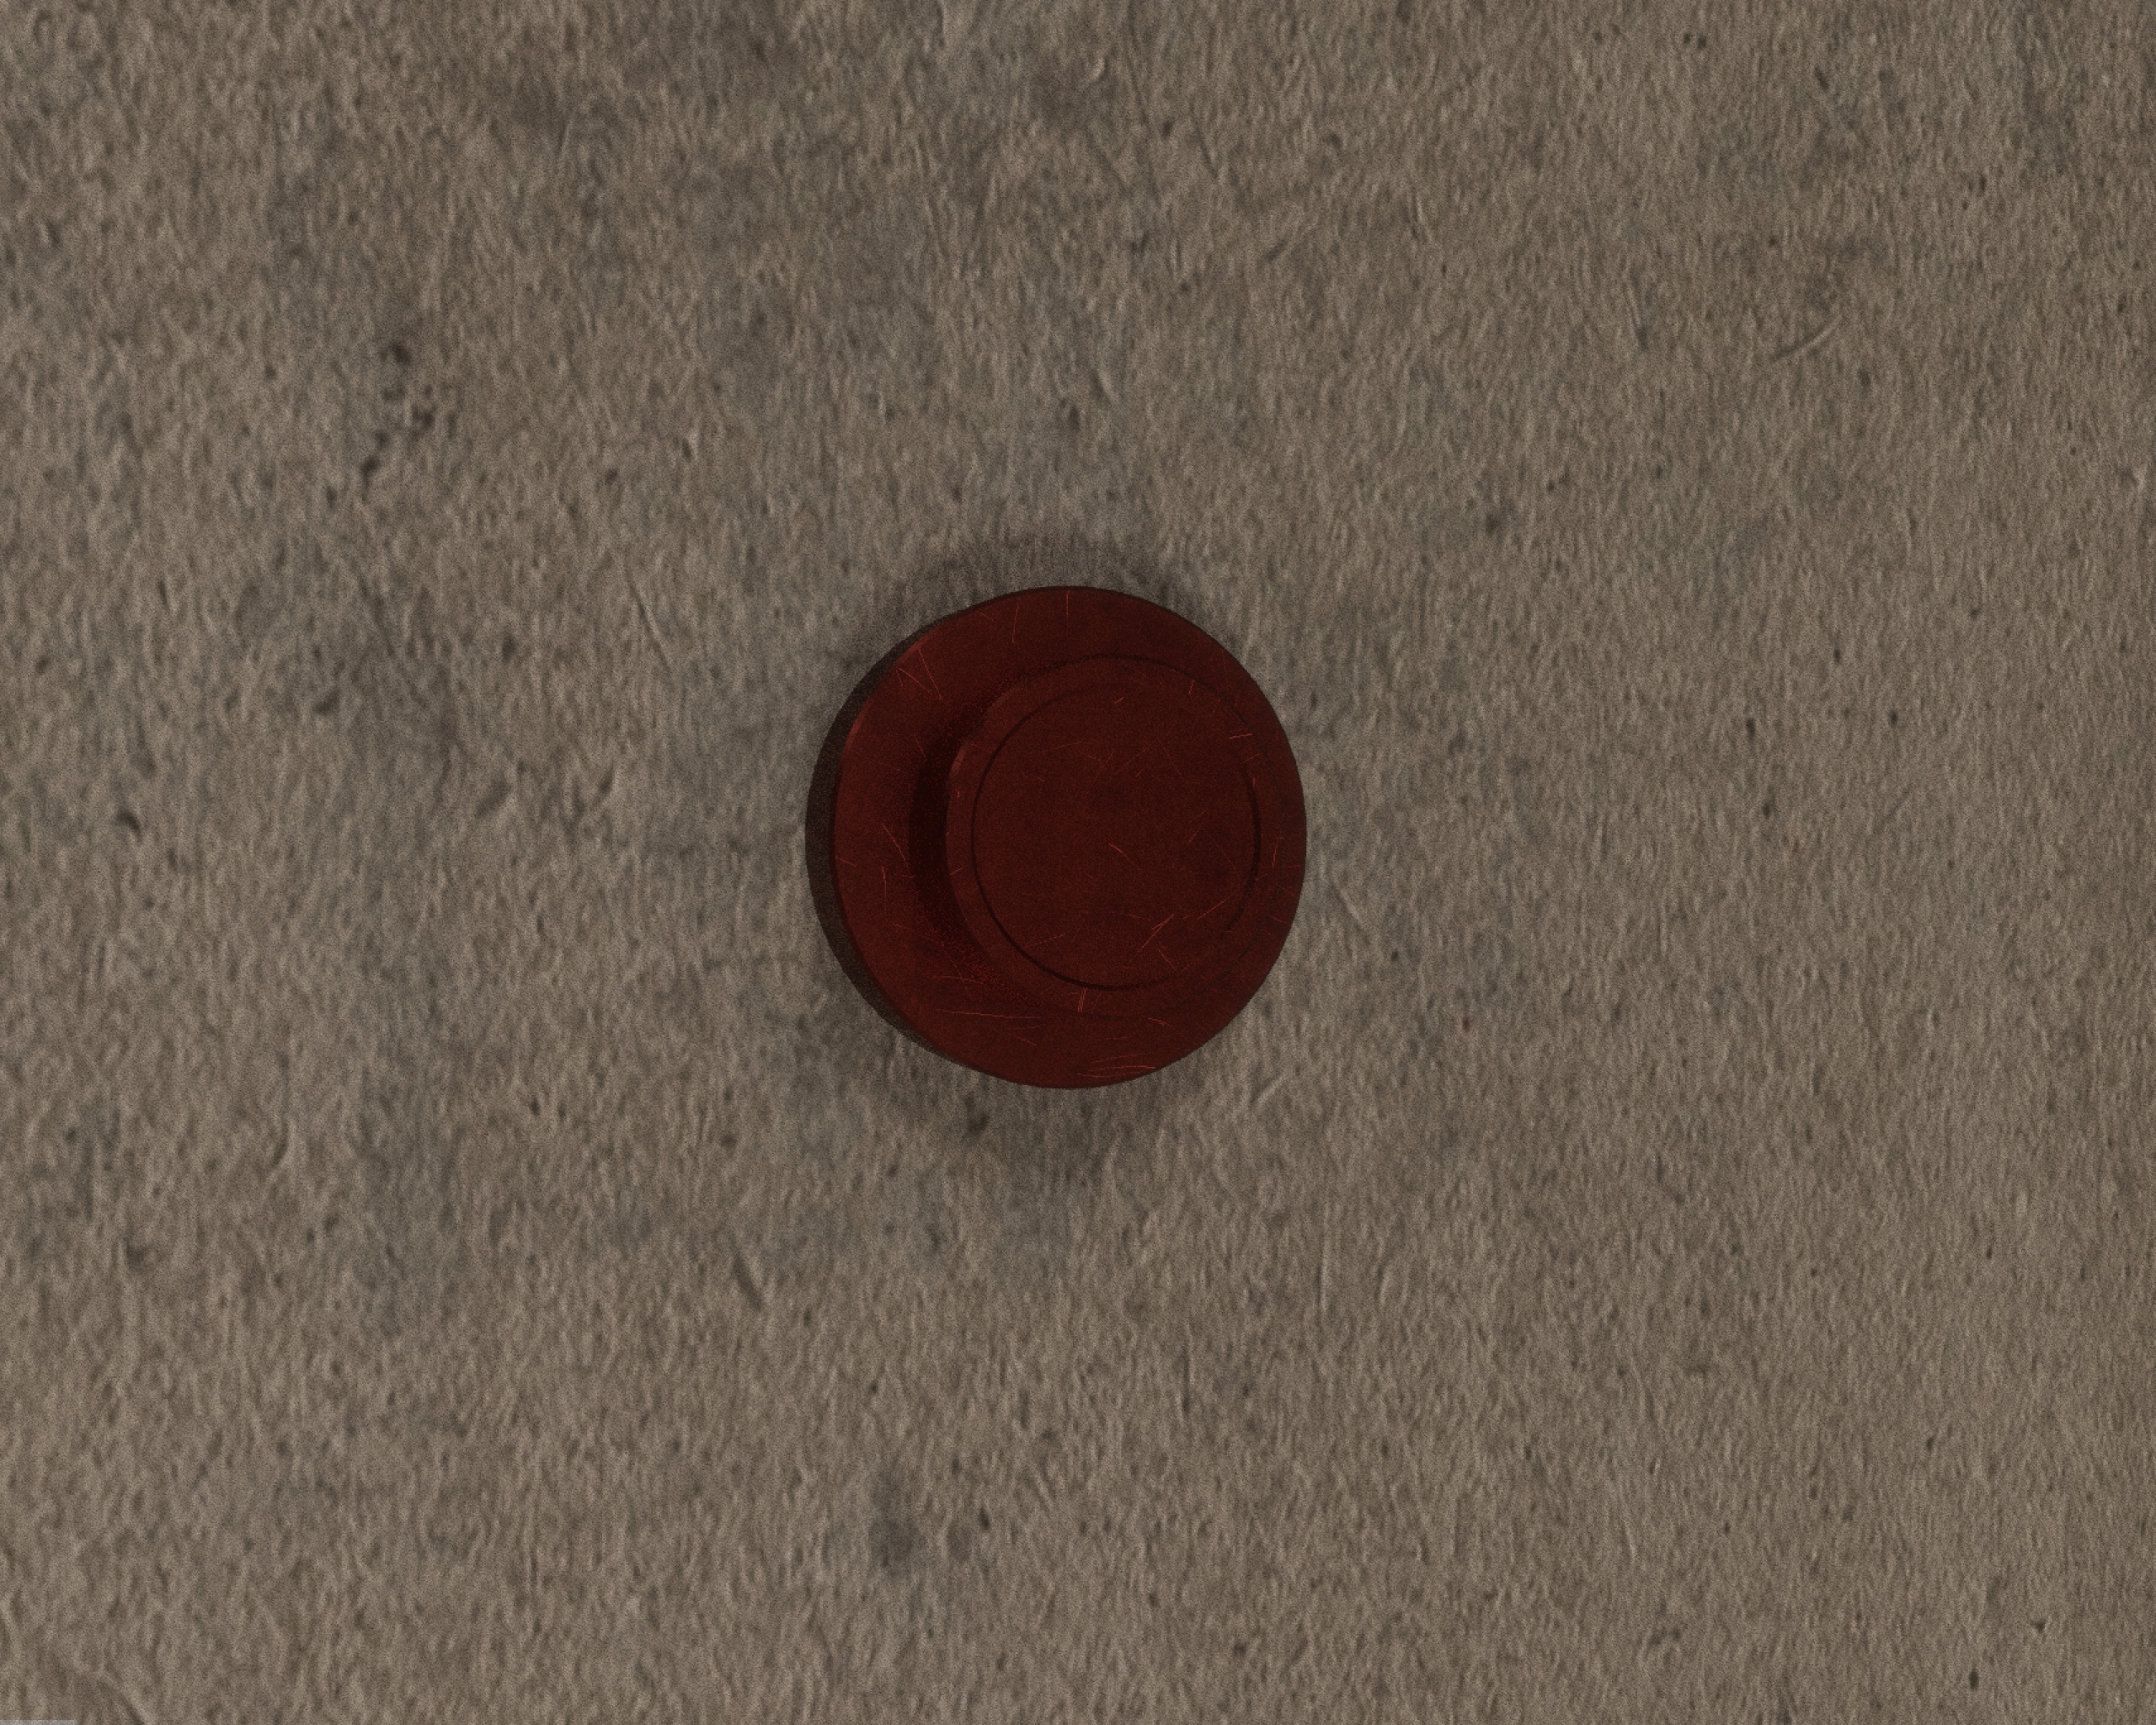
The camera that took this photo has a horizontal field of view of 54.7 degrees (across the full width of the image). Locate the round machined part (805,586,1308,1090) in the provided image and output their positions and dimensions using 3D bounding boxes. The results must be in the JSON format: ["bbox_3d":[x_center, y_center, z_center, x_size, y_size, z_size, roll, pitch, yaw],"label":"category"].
[{"bbox_3d":[0.000,-0.005,0.402,0.099,0.042,0.097,0,90,-21],"label":"round machined part"}]
